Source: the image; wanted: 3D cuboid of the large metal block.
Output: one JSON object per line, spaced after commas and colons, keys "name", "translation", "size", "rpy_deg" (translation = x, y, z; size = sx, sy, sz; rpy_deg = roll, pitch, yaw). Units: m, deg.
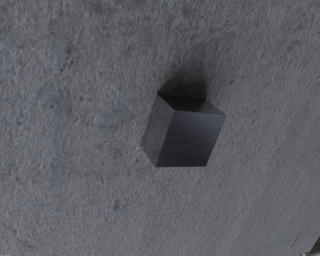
{"name": "large metal block", "translation": [0.030, 0.005, 0.411], "size": [0.081, 0.050, 0.079], "rpy_deg": [4, 117, -31]}
